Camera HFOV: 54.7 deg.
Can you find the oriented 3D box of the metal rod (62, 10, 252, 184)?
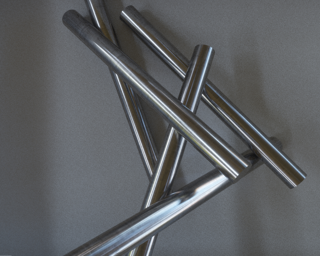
[{"bbox_3d":[-0.022,-0.052,0.347,0.025,0.025,0.300,-46,64,0],"label":"metal rod"}]

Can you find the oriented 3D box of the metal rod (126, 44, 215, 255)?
[{"bbox_3d":[0.007,0.044,0.331,0.025,0.025,0.299,19,75,0],"label":"metal rod"}]

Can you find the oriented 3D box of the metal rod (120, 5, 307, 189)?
[{"bbox_3d":[0.057,-0.045,0.383,0.025,0.025,0.300,-43,79,0],"label":"metal rod"}]

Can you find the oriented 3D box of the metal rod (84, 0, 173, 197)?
[{"bbox_3d":[-0.038,-0.034,0.410,0.025,0.025,0.299,-20,90,0],"label":"metal rod"}]

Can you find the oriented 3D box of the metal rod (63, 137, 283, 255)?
[{"bbox_3d":[0.040,0.067,0.324,0.302,0.025,0.025,-21,90,-37],"label":"metal rod"}]
